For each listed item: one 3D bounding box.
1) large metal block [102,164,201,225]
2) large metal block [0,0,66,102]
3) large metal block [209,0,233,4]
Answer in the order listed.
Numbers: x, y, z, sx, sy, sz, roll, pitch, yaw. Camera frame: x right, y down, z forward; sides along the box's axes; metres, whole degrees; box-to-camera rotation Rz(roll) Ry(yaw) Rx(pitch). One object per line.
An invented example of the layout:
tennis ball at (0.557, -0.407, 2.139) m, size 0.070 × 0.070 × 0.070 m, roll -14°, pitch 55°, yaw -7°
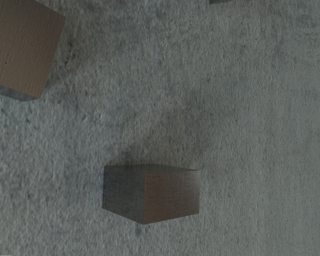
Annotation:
large metal block at (-0.011, 0.072, 0.362) m, size 0.081 × 0.080 × 0.050 m, roll 3°, pitch 88°, yaw -40°
large metal block at (-0.141, -0.075, 0.271) m, size 0.080 × 0.050 × 0.080 m, roll 21°, pitch 77°, yaw -38°
large metal block at (0.113, -0.241, 0.465) m, size 0.050 × 0.080 × 0.080 m, roll -25°, pitch 106°, yaw -38°
